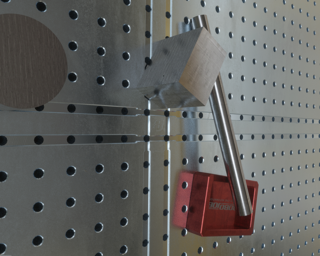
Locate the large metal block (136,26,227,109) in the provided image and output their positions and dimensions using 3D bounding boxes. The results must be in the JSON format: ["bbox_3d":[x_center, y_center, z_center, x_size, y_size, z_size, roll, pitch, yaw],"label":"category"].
[{"bbox_3d":[0.027,-0.073,0.395,0.050,0.080,0.080,37,67,-34],"label":"large metal block"}]

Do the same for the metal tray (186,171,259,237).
[{"bbox_3d":[0.103,0.122,0.492,0.131,0.030,0.090,15,80,-39],"label":"metal tray"}]

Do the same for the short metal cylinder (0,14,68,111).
[{"bbox_3d":[-0.133,-0.056,0.281,0.081,0.050,0.080,0,90,-40],"label":"short metal cylinder"}]

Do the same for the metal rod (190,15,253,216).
[{"bbox_3d":[0.092,-0.017,0.461,0.025,0.025,0.298,-15,92,-39],"label":"metal rod"}]
